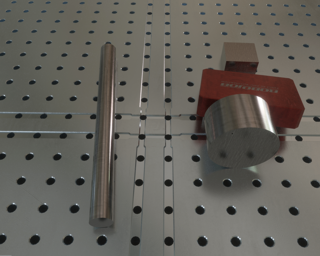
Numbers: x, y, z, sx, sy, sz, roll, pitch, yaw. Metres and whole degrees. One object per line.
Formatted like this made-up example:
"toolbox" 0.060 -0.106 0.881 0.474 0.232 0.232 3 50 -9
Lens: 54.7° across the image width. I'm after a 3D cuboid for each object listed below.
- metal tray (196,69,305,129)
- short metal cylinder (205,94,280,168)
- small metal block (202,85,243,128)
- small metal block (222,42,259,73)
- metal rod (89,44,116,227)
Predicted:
"metal tray" 0.120 -0.044 0.428 0.131 0.030 0.090 8 35 6
"short metal cylinder" 0.095 0.005 0.369 0.081 0.080 0.050 0 50 0
"small metal block" 0.088 -0.030 0.434 0.050 0.025 0.050 9 50 7
"small metal block" 0.129 -0.114 0.505 0.050 0.025 0.050 3 50 1
"metal rod" -0.074 -0.016 0.419 0.025 0.025 0.300 -3 50 -3
